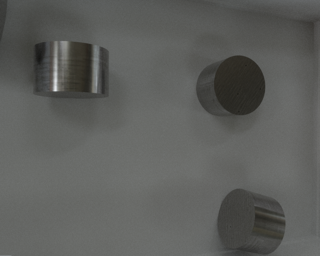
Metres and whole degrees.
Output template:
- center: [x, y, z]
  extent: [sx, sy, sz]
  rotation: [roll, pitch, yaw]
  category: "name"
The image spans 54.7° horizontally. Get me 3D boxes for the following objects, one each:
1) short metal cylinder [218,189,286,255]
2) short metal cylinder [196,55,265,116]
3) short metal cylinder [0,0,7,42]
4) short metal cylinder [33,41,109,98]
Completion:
- center: [0.124, 0.129, 0.429]
  extent: [0.050, 0.080, 0.080]
  rotation: [19, 84, -20]
  category: "short metal cylinder"
- center: [0.099, -0.057, 0.435]
  extent: [0.081, 0.050, 0.079]
  rotation: [0, 90, -21]
  category: "short metal cylinder"
- center: [-0.190, -0.118, 0.311]
  extent: [0.050, 0.080, 0.080]
  rotation: [11, 86, -20]
  category: "short metal cylinder"
- center: [-0.098, -0.061, 0.346]
  extent: [0.081, 0.080, 0.050]
  rotation: [0, 90, -20]
  category: "short metal cylinder"
